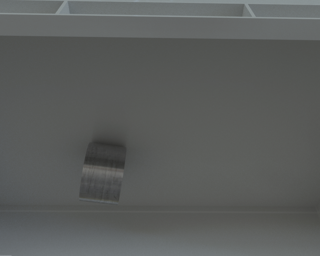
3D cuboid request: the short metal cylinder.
[{"bbox_3d":[-0.077,0.062,0.425,0.050,0.080,0.079,9,130,-8],"label":"short metal cylinder"}]
